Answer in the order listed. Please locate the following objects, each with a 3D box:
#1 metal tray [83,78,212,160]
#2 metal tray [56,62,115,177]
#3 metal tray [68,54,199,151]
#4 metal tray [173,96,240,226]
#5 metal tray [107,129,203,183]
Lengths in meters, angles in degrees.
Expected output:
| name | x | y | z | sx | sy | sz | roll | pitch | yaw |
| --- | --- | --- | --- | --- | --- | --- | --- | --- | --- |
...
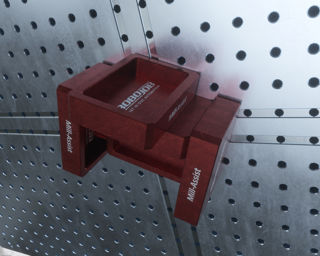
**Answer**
| name | x | y | z | sx | sy | sz | roll | pitch | yaw |
| --- | --- | --- | --- | --- | --- | --- | --- | --- | --- |
| metal tray | -0.014 | -0.020 | 0.364 | 0.130 | 0.090 | 0.030 | 20 | 126 | 16 |
| metal tray | -0.091 | -0.011 | 0.411 | 0.030 | 0.090 | 0.129 | 20 | 126 | 16 |
| metal tray | -0.022 | -0.036 | 0.332 | 0.090 | 0.131 | 0.030 | 20 | 127 | 16 |
| metal tray | 0.055 | 0.039 | 0.364 | 0.030 | 0.090 | 0.129 | 20 | 126 | 17 |
| metal tray | -0.008 | 0.016 | 0.422 | 0.130 | 0.030 | 0.089 | 20 | 126 | 16 |
